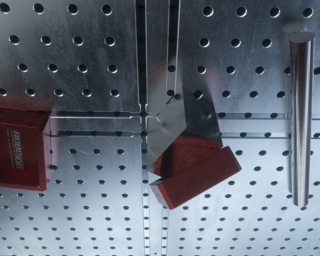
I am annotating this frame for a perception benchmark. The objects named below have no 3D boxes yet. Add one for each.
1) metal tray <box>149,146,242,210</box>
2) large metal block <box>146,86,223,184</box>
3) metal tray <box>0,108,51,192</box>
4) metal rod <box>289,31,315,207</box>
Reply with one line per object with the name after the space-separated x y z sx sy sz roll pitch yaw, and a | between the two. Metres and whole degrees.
0.037 0.063 0.390 0.090 0.030 0.130 -27 174 -10 | metal tray
0.027 0.010 0.384 0.050 0.080 0.080 26 125 -21 | large metal block
-0.204 0.033 0.434 0.091 0.030 0.129 8 130 -8 | metal tray
0.193 0.012 0.423 0.025 0.025 0.299 -13 129 10 | metal rod
